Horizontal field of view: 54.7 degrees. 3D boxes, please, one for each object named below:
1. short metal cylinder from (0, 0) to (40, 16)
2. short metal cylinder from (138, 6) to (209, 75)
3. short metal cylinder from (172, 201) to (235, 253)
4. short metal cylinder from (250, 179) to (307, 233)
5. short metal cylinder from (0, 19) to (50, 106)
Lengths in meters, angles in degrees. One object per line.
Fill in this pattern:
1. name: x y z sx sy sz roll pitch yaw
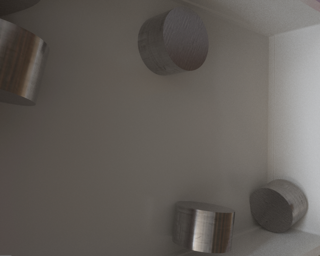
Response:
1. short metal cylinder: -0.145 -0.124 0.250 0.081 0.080 0.050 -24 106 -38
2. short metal cylinder: 0.018 -0.112 0.407 0.081 0.050 0.079 0 90 -40
3. short metal cylinder: 0.059 0.133 0.423 0.081 0.080 0.050 12 83 -40
4. short metal cylinder: 0.209 0.137 0.550 0.050 0.080 0.079 -15 100 -39
5. short metal cylinder: -0.139 -0.053 0.255 0.080 0.080 0.050 18 79 -39
